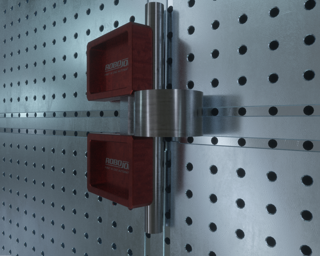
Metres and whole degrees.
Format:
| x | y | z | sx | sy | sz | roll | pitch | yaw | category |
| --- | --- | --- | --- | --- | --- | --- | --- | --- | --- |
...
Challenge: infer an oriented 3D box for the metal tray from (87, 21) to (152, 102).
| x | y | z | sx | sy | sz | roll | pitch | yaw | category |
| --- | --- | --- | --- | --- | --- | --- | --- | --- | --- |
| -0.061 | -0.086 | 0.434 | 0.130 | 0.030 | 0.089 | 0 | 90 | 52 | metal tray |

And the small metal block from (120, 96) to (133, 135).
| x | y | z | sx | sy | sz | roll | pitch | yaw | category |
| --- | --- | --- | --- | --- | --- | --- | --- | --- | --- |
| -0.037 | -0.016 | 0.421 | 0.050 | 0.025 | 0.050 | -177 | 88 | -71 | small metal block |

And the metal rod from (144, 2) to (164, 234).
| x | y | z | sx | sy | sz | roll | pitch | yaw | category |
| --- | --- | --- | --- | --- | --- | --- | --- | --- | --- |
| -0.008 | -0.013 | 0.410 | 0.025 | 0.025 | 0.298 | 0 | 90 | 40 | metal rod |

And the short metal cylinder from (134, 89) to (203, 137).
| x | y | z | sx | sy | sz | roll | pitch | yaw | category |
| --- | --- | --- | --- | --- | --- | --- | --- | --- | --- |
| 0.010 | -0.016 | 0.361 | 0.080 | 0.081 | 0.050 | 0 | 90 | 40 | short metal cylinder |

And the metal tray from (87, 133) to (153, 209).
| x | y | z | sx | sy | sz | roll | pitch | yaw | category |
| --- | --- | --- | --- | --- | --- | --- | --- | --- | --- |
| -0.060 | 0.053 | 0.433 | 0.130 | 0.030 | 0.089 | 1 | 91 | 52 | metal tray |
